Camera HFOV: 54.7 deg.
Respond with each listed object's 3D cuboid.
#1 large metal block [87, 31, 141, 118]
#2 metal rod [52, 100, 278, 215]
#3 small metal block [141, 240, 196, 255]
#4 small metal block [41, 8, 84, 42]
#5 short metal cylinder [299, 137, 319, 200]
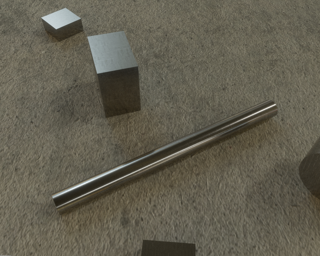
[{"bbox_3d":[-0.063,-0.074,0.429,0.050,0.080,0.080,-13,52,-11],"label":"large metal block"},{"bbox_3d":[0.021,0.027,0.380,0.302,0.025,0.025,-23,54,-18],"label":"metal rod"},{"bbox_3d":[0.007,0.136,0.289,0.050,0.025,0.050,4,50,2],"label":"small metal block"},{"bbox_3d":[-0.175,-0.187,0.558,0.050,0.025,0.050,-36,59,-27],"label":"small metal block"},{"bbox_3d":[0.201,0.044,0.334,0.080,0.080,0.050,35,58,25],"label":"short metal cylinder"}]
